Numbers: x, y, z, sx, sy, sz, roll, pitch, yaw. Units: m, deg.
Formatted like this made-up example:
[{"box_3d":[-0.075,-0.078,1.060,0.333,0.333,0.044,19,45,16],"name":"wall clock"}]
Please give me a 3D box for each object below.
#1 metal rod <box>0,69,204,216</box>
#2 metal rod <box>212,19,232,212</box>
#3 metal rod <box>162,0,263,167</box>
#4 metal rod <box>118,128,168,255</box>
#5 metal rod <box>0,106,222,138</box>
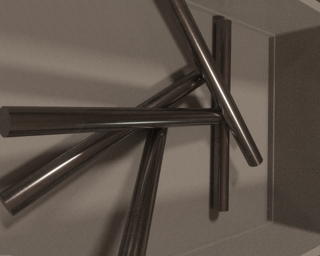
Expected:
[{"box_3d":[-0.043,-0.002,0.372,0.302,0.025,0.025,-36,113,-34],"name":"metal rod"},{"box_3d":[0.098,-0.020,0.491,0.025,0.025,0.298,2,89,-40],"name":"metal rod"},{"box_3d":[0.082,-0.060,0.443,0.025,0.025,0.299,-48,119,-29],"name":"metal rod"},{"box_3d":[-0.022,0.098,0.302,0.025,0.025,0.300,48,34,-30],"name":"metal rod"},{"box_3d":[-0.020,-0.011,0.354,0.302,0.025,0.025,-4,93,-47],"name":"metal rod"}]
